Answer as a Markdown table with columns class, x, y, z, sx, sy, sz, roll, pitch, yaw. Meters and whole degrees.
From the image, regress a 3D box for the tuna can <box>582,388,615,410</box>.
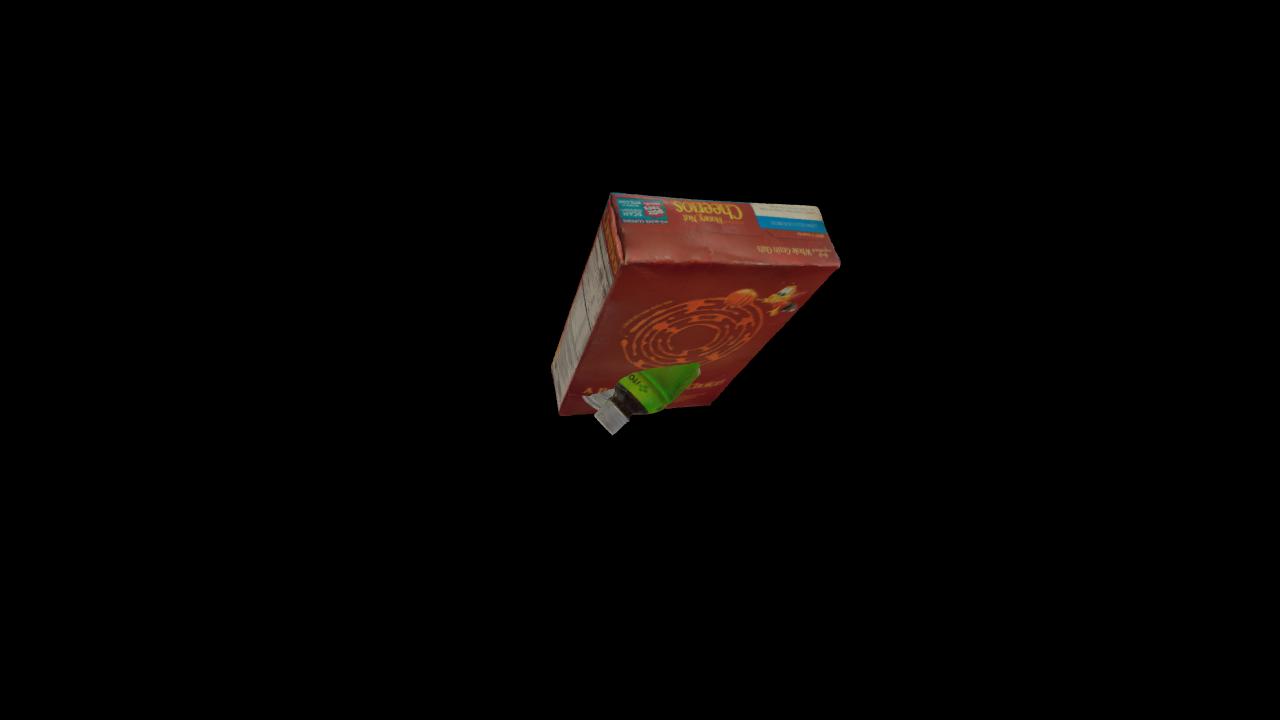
| class | x | y | z | sx | sy | sz | roll | pitch | yaw |
| --- | --- | --- | --- | --- | --- | --- | --- | --- | --- |
| tuna can | -0.027 | 0.020 | 0.668 | 0.084 | 0.084 | 0.034 | 0 | 37 | 12 |

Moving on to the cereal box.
| class | x | y | z | sx | sy | sz | roll | pitch | yaw |
| --- | --- | --- | --- | --- | --- | --- | --- | --- | --- |
| cereal box | 0.034 | -0.040 | 0.636 | 0.203 | 0.081 | 0.306 | -3 | -28 | -19 |

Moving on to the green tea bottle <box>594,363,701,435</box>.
| class | x | y | z | sx | sy | sz | roll | pitch | yaw |
| --- | --- | --- | --- | --- | --- | --- | --- | --- | --- |
| green tea bottle | 0.036 | -0.002 | 0.667 | 0.073 | 0.212 | 0.073 | 43 | -9 | 8 |
